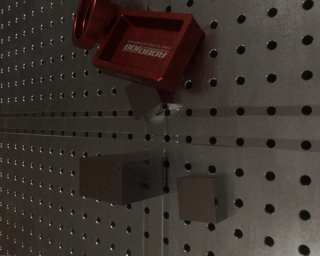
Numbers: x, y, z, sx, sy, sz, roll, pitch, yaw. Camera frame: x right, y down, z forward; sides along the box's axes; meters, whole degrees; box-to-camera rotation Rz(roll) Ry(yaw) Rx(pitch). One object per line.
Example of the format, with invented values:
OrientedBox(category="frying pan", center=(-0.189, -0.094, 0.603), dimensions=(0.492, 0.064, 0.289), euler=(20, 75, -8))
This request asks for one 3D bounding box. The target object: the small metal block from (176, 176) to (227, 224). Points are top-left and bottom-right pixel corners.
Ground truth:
OrientedBox(category="small metal block", center=(0.049, 0.083, 0.368), dimensions=(0.050, 0.025, 0.050), euler=(-7, 85, 39))

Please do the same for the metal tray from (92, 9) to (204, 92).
OrientedBox(category="metal tray", center=(-0.020, -0.104, 0.400), dimensions=(0.130, 0.030, 0.090), euler=(21, 81, 37))

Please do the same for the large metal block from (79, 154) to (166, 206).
OrientedBox(category="large metal block", center=(-0.049, 0.064, 0.412), dimensions=(0.080, 0.081, 0.050), euler=(1, 91, 39))

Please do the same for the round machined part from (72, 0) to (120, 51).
OrientedBox(category="round machined part", center=(-0.093, -0.162, 0.459), dimensions=(0.098, 0.042, 0.098), euler=(-26, 58, 52))

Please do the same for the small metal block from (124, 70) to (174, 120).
OrientedBox(category="small metal block", center=(-0.016, -0.044, 0.420), dimensions=(0.050, 0.025, 0.050), euler=(-31, 71, 35))
